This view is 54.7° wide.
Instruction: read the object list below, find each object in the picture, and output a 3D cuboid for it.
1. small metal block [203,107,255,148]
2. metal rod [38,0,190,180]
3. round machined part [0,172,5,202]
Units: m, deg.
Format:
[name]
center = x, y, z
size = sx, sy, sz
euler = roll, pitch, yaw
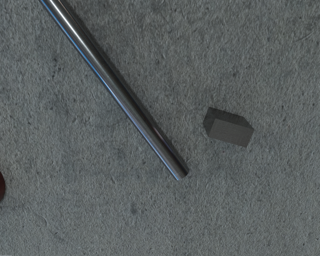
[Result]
[small metal block]
center = 0.086, -0.002, 0.397
size = 0.050, 0.050, 0.025
euler = 16, 109, -6
[metal rod]
center = -0.054, -0.051, 0.390
size = 0.025, 0.025, 0.299
euler = -33, 107, 11
[round machined part]
center = -0.274, 0.086, 0.429
size = 0.099, 0.042, 0.097
euler = 0, 110, -1
